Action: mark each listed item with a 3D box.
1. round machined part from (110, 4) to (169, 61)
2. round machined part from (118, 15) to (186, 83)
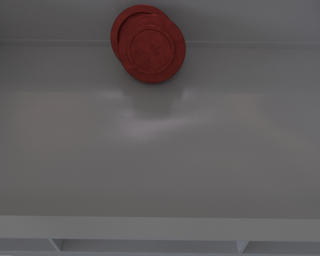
[{"bbox_3d":[-0.025,-0.140,0.487,0.099,0.097,0.042,3,17,3],"label":"round machined part"},{"bbox_3d":[-0.012,-0.113,0.449,0.099,0.097,0.042,3,16,2],"label":"round machined part"}]
